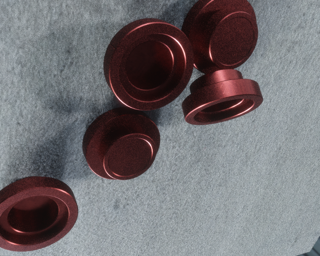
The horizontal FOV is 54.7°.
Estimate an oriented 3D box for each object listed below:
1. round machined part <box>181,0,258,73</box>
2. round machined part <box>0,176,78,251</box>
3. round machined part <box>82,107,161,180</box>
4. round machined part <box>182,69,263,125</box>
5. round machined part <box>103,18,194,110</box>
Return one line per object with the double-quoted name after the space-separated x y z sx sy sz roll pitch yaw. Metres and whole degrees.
0.078 -0.109 0.373 0.099 0.042 0.097 -14 125 -21 "round machined part"
-0.153 0.097 0.373 0.099 0.042 0.097 -14 125 -21 "round machined part"
-0.044 0.026 0.390 0.099 0.042 0.097 -14 125 -21 "round machined part"
0.075 -0.040 0.393 0.099 0.042 0.098 -11 164 -3 "round machined part"
-0.015 -0.072 0.344 0.099 0.042 0.097 -14 125 -21 "round machined part"
